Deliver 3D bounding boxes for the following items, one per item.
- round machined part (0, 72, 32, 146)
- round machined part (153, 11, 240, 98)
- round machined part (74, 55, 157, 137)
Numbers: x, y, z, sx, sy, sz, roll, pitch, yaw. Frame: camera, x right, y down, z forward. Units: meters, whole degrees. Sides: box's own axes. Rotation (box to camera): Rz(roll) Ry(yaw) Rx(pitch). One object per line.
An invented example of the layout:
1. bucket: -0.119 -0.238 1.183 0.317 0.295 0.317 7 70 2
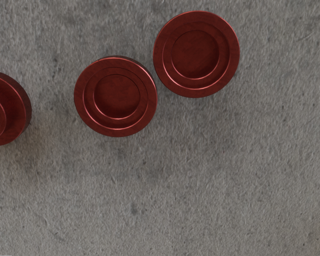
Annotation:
1. round machined part: -0.219 -0.021 0.390 0.099 0.042 0.097 0 110 -1
2. round machined part: 0.041 -0.088 0.369 0.099 0.042 0.097 0 110 -1
3. round machined part: -0.052 -0.041 0.385 0.099 0.042 0.097 0 110 -1
